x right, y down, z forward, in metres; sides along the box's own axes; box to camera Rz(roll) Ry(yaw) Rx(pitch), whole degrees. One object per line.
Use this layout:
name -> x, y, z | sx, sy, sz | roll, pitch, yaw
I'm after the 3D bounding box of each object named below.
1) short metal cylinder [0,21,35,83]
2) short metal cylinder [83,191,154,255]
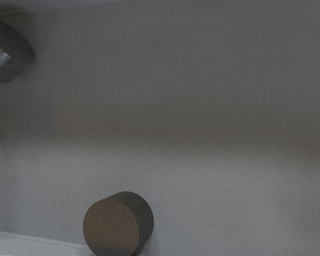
short metal cylinder -> -0.239, -0.114, 0.466 | 0.050, 0.080, 0.080 | -35, 79, 17
short metal cylinder -> -0.055, 0.130, 0.416 | 0.080, 0.050, 0.080 | 0, 90, 20
